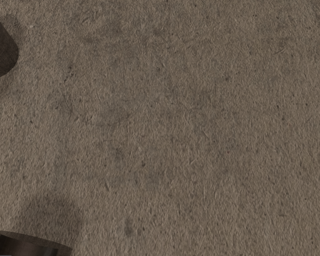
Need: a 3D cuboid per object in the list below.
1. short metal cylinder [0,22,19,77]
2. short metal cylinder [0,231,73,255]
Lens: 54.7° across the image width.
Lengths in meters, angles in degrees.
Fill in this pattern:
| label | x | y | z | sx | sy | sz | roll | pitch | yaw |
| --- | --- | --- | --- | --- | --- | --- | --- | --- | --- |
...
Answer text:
| label | x | y | z | sx | sy | sz | roll | pitch | yaw |
| --- | --- | --- | --- | --- | --- | --- | --- | --- | --- |
| short metal cylinder | -0.249 | -0.114 | 0.434 | 0.081 | 0.050 | 0.080 | 0 | 70 | 0 |
| short metal cylinder | -0.140 | 0.144 | 0.325 | 0.080 | 0.080 | 0.050 | 14 | 71 | 4 |
